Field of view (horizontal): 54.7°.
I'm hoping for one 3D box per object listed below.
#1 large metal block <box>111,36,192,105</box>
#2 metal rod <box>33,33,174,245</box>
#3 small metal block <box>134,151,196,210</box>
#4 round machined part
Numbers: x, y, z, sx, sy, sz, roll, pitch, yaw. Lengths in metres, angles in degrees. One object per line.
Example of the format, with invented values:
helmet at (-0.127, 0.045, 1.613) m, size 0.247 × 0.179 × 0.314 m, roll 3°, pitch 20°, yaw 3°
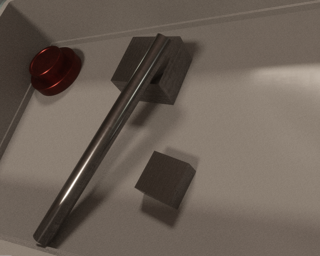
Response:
large metal block at (-0.011, -0.084, 0.445) m, size 0.080 × 0.050 × 0.080 m, roll 10°, pitch 67°, yaw 32°
metal rod at (-0.072, 0.015, 0.393) m, size 0.025 × 0.025 × 0.299 m, roll 33°, pitch 92°, yaw 38°
small metal block at (0.007, 0.060, 0.364) m, size 0.050 × 0.025 × 0.050 m, roll 18°, pitch 71°, yaw 34°
round machined part at (-0.196, -0.110, 0.563) m, size 0.098 × 0.042 × 0.098 m, roll -13°, pitch 56°, yaw 20°
